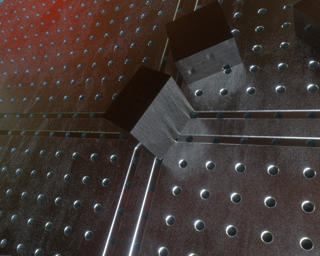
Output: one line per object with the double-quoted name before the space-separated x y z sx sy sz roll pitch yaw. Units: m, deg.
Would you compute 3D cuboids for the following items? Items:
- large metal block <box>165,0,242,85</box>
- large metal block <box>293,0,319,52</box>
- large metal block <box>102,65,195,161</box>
"large metal block" 0.059 -0.119 0.433 0.080 0.050 0.080 -21 54 15
"large metal block" 0.216 -0.129 0.358 0.080 0.050 0.080 -35 52 5
"large metal block" -0.011 -0.017 0.388 0.050 0.080 0.080 27 76 37
